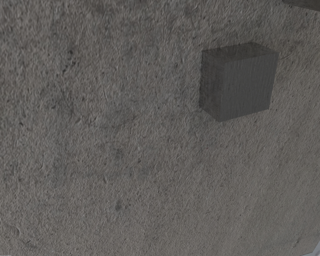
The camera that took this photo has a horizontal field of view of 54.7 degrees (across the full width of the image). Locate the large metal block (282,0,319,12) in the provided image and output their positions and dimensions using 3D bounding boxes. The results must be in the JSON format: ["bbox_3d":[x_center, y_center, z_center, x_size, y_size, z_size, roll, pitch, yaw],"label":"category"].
[{"bbox_3d":[0.192,-0.187,0.360,0.080,0.080,0.050,-47,129,5],"label":"large metal block"}]

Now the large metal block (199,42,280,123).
[{"bbox_3d":[0.101,-0.062,0.407,0.081,0.050,0.079,-15,125,-20],"label":"large metal block"}]
